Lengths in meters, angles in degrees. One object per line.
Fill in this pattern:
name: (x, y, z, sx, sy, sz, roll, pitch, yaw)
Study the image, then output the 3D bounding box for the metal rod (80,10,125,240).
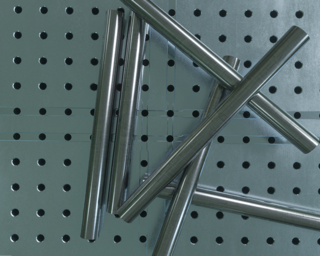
metal rod: (-0.076, -0.004, 0.412, 0.025, 0.025, 0.298, 7, 90, 0)

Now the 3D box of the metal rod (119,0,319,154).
metal rod: (0.071, -0.074, 0.384, 0.300, 0.025, 0.025, 40, 90, 1)

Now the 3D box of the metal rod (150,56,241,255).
metal rod: (0.043, 0.048, 0.393, 0.025, 0.025, 0.299, 21, 82, 0)

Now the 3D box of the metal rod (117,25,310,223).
metal rod: (0.056, 0.003, 0.369, 0.025, 0.025, 0.299, 43, 100, 0)

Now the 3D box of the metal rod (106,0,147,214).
metal rod: (-0.041, -0.037, 0.413, 0.025, 0.025, 0.298, 7, 90, 0)

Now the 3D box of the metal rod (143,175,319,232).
metal rod: (0.124, 0.107, 0.414, 0.301, 0.025, 0.025, 12, 90, 0)
